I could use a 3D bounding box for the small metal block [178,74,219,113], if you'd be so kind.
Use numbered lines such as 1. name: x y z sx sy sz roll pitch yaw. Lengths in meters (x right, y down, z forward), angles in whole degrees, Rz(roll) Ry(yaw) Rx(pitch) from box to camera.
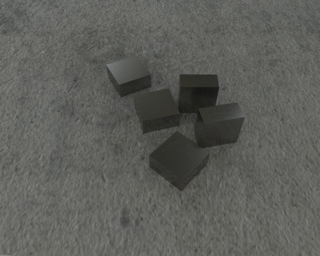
1. small metal block: 0.051 -0.047 0.427 0.050 0.050 0.025 0 50 0

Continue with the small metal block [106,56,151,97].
1. small metal block: -0.047 -0.079 0.469 0.050 0.025 0.050 -22 54 -18

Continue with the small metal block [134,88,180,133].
1. small metal block: -0.005 -0.024 0.423 0.050 0.025 0.050 -12 51 -10

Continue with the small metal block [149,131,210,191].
1. small metal block: 0.023 0.038 0.371 0.050 0.025 0.050 35 58 25

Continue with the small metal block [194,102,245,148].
1. small metal block: 0.073 -0.003 0.390 0.050 0.050 0.025 -10 51 -8
